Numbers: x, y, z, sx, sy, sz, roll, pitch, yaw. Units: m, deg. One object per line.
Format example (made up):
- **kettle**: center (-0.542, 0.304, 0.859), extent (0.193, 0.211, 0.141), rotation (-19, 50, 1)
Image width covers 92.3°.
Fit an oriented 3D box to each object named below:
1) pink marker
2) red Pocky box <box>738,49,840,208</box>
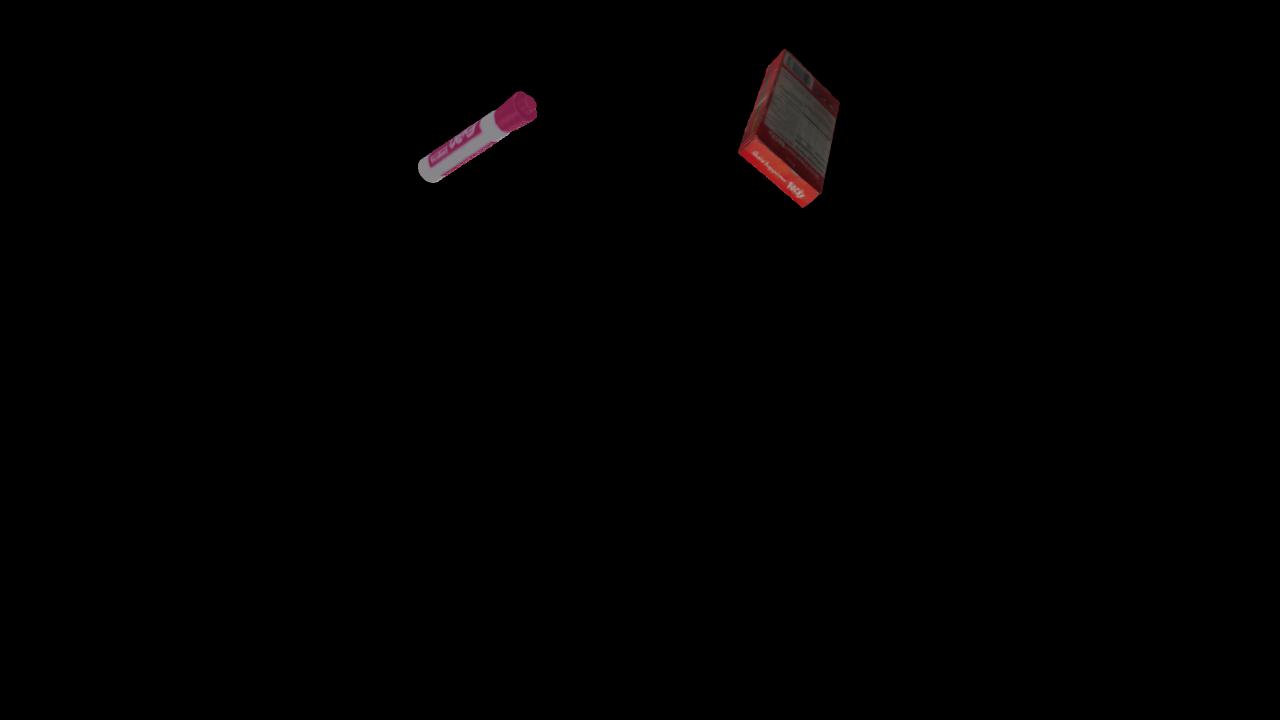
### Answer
- **pink marker**: center (-0.111, -0.148, 0.414), extent (0.121, 0.020, 0.020), rotation (-11, -7, 41)
- **red Pocky box**: center (0.143, -0.220, 0.578), extent (0.083, 0.155, 0.028), rotation (35, -37, -19)
